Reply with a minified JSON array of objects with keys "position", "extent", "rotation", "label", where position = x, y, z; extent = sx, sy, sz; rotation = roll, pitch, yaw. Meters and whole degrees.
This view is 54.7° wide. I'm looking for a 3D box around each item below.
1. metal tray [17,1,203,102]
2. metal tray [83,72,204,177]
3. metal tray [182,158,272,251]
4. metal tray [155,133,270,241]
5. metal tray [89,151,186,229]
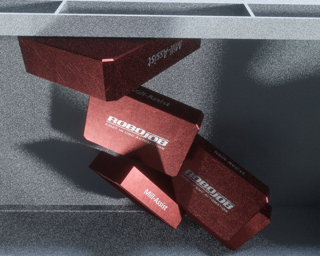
[{"position":[-0.033,-0.072,0.258],"extent":[0.090,0.131,0.030],"rotation":[21,129,26],"label":"metal tray"},{"position":[-0.023,-0.003,0.378],"extent":[0.131,0.030,0.089],"rotation":[23,129,4],"label":"metal tray"},{"position":[0.086,0.113,0.463],"extent":[0.130,0.030,0.089],"rotation":[38,124,6],"label":"metal tray"},{"position":[0.068,0.079,0.422],"extent":[0.130,0.030,0.089],"rotation":[38,116,10],"label":"metal tray"},{"position":[-0.032,0.089,0.445],"extent":[0.090,0.030,0.130],"rotation":[13,152,53],"label":"metal tray"}]
